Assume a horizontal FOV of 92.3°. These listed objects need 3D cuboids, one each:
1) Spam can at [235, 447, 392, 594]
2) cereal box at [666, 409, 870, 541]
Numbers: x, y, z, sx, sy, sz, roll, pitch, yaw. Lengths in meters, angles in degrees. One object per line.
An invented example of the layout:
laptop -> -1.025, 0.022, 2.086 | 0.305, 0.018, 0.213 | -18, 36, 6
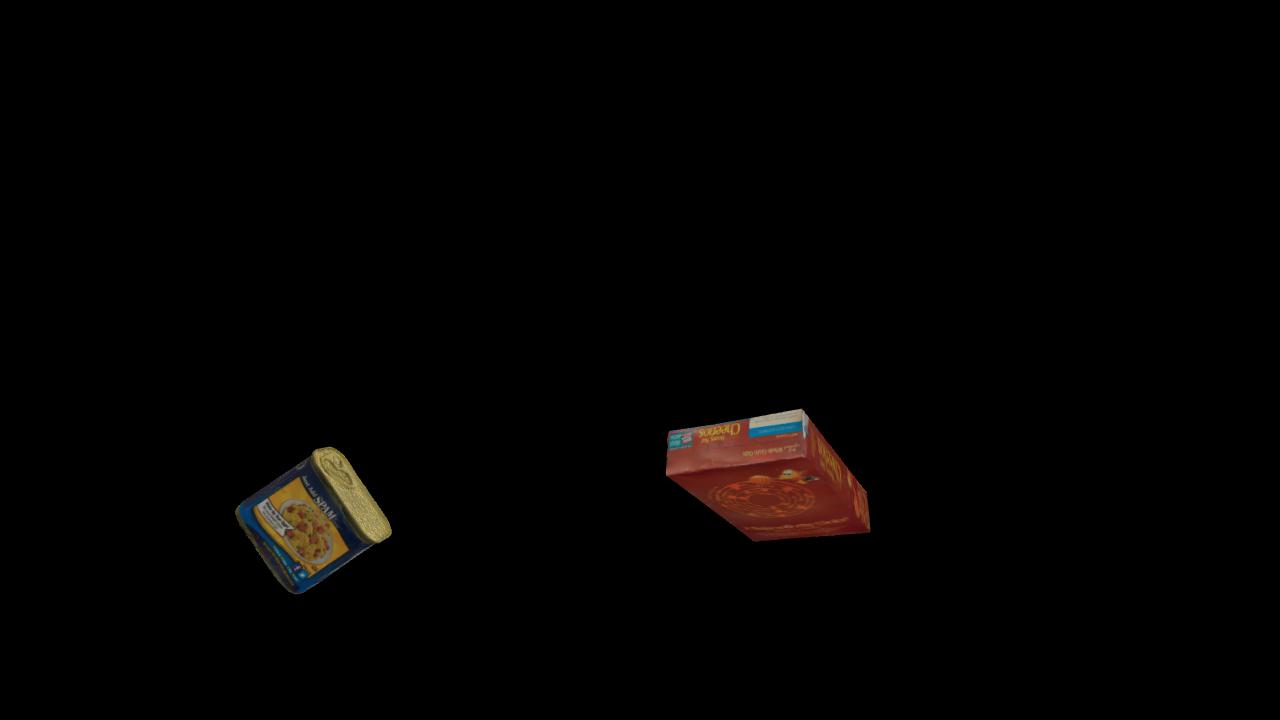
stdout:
Spam can -> -0.292, 0.144, 0.553 | 0.085, 0.101, 0.058 | -35, -3, -4
cereal box -> 0.199, 0.184, 0.918 | 0.203, 0.081, 0.306 | -15, -39, 30
